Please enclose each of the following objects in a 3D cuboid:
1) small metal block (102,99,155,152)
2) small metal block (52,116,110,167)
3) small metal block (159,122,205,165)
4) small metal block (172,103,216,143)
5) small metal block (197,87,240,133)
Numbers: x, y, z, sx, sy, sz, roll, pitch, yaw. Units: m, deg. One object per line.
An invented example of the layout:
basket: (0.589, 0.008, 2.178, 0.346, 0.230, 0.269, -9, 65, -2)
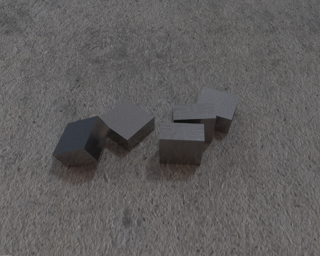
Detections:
small metal block: (-0.042, -0.004, 0.406, 0.050, 0.025, 0.050, 33, 57, 24)
small metal block: (-0.095, 0.016, 0.375, 0.050, 0.025, 0.050, -12, 44, 28)
small metal block: (0.025, 0.020, 0.370, 0.050, 0.050, 0.025, 2, 50, 2)
small metal block: (0.041, -0.004, 0.391, 0.050, 0.050, 0.025, -3, 51, -2)
small metal block: (0.076, -0.026, 0.423, 0.050, 0.025, 0.050, 17, 48, 14)
